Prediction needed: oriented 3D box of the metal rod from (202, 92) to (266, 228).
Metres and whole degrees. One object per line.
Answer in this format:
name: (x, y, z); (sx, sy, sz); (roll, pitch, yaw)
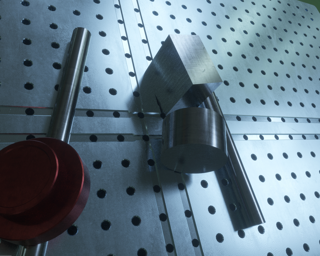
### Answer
metal rod: (0.086, -0.006, 0.459); (0.025, 0.025, 0.299); (-2, 63, -30)

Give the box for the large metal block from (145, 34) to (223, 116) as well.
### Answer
large metal block: (0.030, -0.073, 0.435); (0.050, 0.080, 0.080); (-9, 67, -33)

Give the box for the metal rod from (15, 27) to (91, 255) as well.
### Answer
metal rod: (-0.112, -0.003, 0.350); (0.025, 0.025, 0.299); (15, 55, -20)

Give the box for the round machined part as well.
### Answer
round machined part: (-0.117, 0.050, 0.277); (0.099, 0.042, 0.098); (-3, 58, 5)

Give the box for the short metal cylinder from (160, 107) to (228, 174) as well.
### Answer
short metal cylinder: (0.042, 0.018, 0.387); (0.081, 0.080, 0.050); (16, 55, -19)
